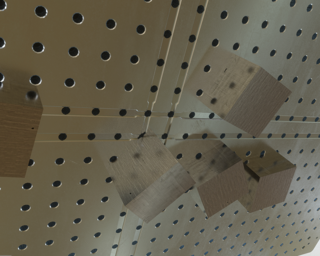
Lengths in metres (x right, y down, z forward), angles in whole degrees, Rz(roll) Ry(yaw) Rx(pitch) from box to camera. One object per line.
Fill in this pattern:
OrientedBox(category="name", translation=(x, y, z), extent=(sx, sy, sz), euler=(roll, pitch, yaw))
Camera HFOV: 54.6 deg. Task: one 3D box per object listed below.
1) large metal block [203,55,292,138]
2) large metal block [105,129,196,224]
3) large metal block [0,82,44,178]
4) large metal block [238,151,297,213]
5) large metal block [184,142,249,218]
OrientedBox(category="large metal block", translation=(0.122, -0.042, 0.435), extent=(0.080, 0.050, 0.080), euler=(24, 105, -37))
OrientedBox(category="large metal block", translation=(-0.014, 0.061, 0.405), extent=(0.080, 0.080, 0.050), euler=(-40, 129, -1))
OrientedBox(category="large metal block", translation=(-0.168, -0.001, 0.302), extent=(0.081, 0.050, 0.080), euler=(10, 114, -33))
OrientedBox(category="large metal block", translation=(0.185, 0.095, 0.554), extent=(0.081, 0.050, 0.079), euler=(-10, 123, -23))
OrientedBox(category="large metal block", translation=(0.089, 0.083, 0.494), extent=(0.080, 0.050, 0.080), euler=(-30, 128, -10))
